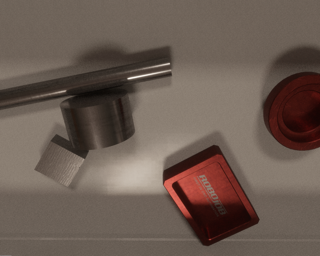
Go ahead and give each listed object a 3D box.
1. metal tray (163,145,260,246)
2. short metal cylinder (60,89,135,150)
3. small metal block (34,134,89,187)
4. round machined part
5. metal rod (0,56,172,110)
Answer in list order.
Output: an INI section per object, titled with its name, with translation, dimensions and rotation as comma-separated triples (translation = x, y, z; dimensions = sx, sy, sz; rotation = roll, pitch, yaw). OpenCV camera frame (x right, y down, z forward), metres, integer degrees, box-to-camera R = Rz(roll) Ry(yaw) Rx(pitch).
[metal tray]
translation = 0.073, 0.099, 0.446
dimensions = 0.090, 0.030, 0.130
rotation = -29, 108, 9
[short metal cylinder]
translation = -0.074, -0.013, 0.376
dimensions = 0.080, 0.080, 0.050
rotation = -8, 110, 2
[small metal block]
translation = -0.135, 0.045, 0.426
dimensions = 0.050, 0.025, 0.050
rotation = 31, 107, -11
[round machined part]
translation = 0.181, -0.024, 0.396
dimensions = 0.099, 0.042, 0.097
rotation = 0, 110, -1
[metal rod]
translation = -0.135, -0.048, 0.391
dimensions = 0.302, 0.025, 0.025
rotation = -11, 110, 3
